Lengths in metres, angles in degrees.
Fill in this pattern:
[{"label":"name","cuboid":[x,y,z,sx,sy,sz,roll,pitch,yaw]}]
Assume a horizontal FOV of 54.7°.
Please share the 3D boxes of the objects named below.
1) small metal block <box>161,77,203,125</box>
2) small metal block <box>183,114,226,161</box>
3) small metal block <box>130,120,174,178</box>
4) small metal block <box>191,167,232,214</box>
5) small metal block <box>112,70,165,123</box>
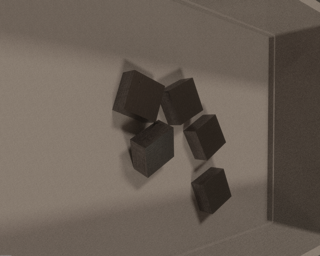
[{"label":"small metal block","cuboid":[0.029,-0.037,0.433,0.050,0.025,0.050,-33,111,-35]},{"label":"small metal block","cuboid":[0.068,0.013,0.466,0.050,0.025,0.050,-38,113,-34]},{"label":"small metal block","cuboid":[-0.008,0.026,0.389,0.050,0.025,0.050,-36,139,-34]},{"label":"small metal block","cuboid":[0.080,0.095,0.476,0.050,0.025,0.050,-30,109,-36]},{"label":"small metal block","cuboid":[-0.026,-0.038,0.387,0.050,0.025,0.050,23,75,-38]}]
